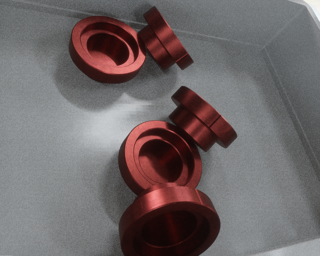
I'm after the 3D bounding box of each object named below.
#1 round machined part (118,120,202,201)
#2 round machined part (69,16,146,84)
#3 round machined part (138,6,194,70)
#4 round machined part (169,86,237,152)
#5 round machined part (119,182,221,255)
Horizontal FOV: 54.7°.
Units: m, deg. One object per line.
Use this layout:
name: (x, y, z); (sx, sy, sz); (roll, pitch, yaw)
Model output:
round machined part: (-0.003, 0.043, 0.368); (0.099, 0.042, 0.098); (14, 56, -21)
round machined part: (-0.072, -0.099, 0.416); (0.099, 0.042, 0.098); (12, 58, -19)
round machined part: (0.004, -0.124, 0.453); (0.098, 0.042, 0.098); (52, 12, -15)
round machined part: (0.049, -0.006, 0.404); (0.098, 0.098, 0.042); (43, 90, 1)
round machined part: (0.007, 0.094, 0.314); (0.099, 0.097, 0.042); (12, 29, -22)
